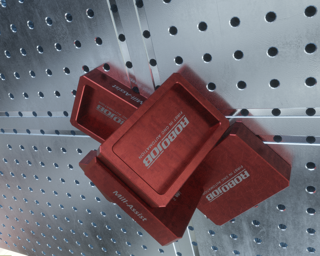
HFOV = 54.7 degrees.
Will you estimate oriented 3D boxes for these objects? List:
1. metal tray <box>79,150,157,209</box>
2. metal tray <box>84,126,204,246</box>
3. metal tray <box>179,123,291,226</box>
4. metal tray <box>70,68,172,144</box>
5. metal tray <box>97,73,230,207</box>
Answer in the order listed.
[{"bbox_3d":[-0.051,0.078,0.450,0.130,0.030,0.090,1,131,44],"label":"metal tray"},{"bbox_3d":[-0.014,0.064,0.375,0.130,0.090,0.030,44,129,-3],"label":"metal tray"},{"bbox_3d":[0.087,0.064,0.399,0.090,0.030,0.129,41,129,-1],"label":"metal tray"},{"bbox_3d":[-0.056,-0.012,0.429,0.130,0.030,0.089,31,128,7],"label":"metal tray"},{"bbox_3d":[0.007,0.011,0.346,0.090,0.130,0.030,44,157,-2],"label":"metal tray"}]
